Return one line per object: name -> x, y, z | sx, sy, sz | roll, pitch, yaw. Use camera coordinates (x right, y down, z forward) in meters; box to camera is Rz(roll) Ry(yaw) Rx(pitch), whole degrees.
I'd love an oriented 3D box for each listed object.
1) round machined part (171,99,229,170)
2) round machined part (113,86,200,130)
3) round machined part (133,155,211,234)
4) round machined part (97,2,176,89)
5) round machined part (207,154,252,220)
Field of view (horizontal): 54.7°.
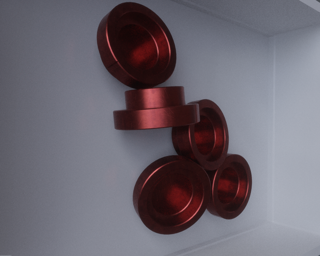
round machined part -> 0.053, 0.011, 0.436 | 0.099, 0.042, 0.097 | 10, 76, -47
round machined part -> -0.005, -0.024, 0.357 | 0.099, 0.098, 0.042 | -9, 96, -40
round machined part -> 0.012, 0.081, 0.394 | 0.099, 0.042, 0.097 | -6, 105, -22
round machined part -> -0.031, -0.091, 0.363 | 0.099, 0.042, 0.098 | 13, 70, -38
round machined part -> 0.096, 0.087, 0.478 | 0.099, 0.042, 0.097 | -2, 93, -41
